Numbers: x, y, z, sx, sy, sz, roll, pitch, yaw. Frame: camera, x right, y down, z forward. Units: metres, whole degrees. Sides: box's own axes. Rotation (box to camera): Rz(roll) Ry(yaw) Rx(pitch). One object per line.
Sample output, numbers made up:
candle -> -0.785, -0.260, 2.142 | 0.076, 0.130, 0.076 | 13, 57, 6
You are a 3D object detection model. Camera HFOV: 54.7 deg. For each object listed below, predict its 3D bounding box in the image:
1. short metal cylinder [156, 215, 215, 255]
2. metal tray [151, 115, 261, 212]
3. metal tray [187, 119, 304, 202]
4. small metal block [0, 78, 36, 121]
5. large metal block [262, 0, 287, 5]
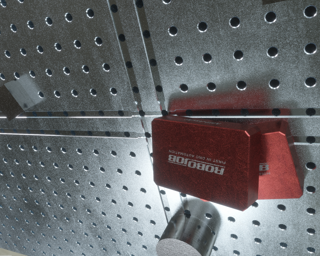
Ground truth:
short metal cylinder -> 0.041, 0.184, 0.486 | 0.080, 0.050, 0.079 | 13, 124, 20
metal tray -> 0.050, 0.036, 0.369 | 0.130, 0.030, 0.089 | 9, 107, 38
metal tray -> 0.099, 0.045, 0.383 | 0.130, 0.030, 0.090 | -11, 113, 32
small metal block -> -0.241, -0.045, 0.507 | 0.050, 0.025, 0.050 | -23, 107, 36
large metal block -> 0.104, -0.145, 0.231 | 0.050, 0.080, 0.080 | -1, 118, 29
